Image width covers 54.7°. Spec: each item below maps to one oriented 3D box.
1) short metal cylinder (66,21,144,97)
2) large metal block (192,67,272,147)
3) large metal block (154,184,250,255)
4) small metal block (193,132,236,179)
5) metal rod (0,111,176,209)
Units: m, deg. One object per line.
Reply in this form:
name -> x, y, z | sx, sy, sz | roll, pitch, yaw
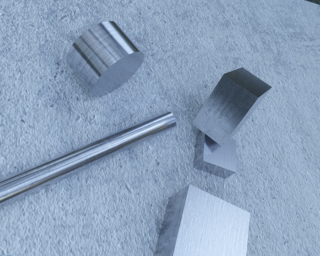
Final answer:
short metal cylinder -> -0.067, -0.084, 0.384 | 0.081, 0.080, 0.050 | -35, 81, -38
large metal block -> 0.099, -0.031, 0.421 | 0.050, 0.079, 0.080 | 39, 31, 15
large metal block -> 0.046, 0.121, 0.339 | 0.080, 0.050, 0.080 | 27, 52, -11
small metal block -> 0.076, 0.035, 0.423 | 0.050, 0.025, 0.050 | 21, 54, -16
metal rod -> -0.098, 0.039, 0.327 | 0.302, 0.025, 0.025 | -24, 75, -36
